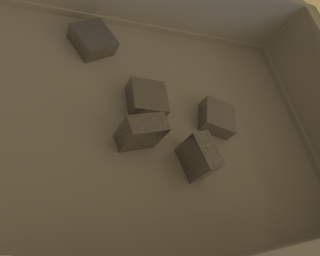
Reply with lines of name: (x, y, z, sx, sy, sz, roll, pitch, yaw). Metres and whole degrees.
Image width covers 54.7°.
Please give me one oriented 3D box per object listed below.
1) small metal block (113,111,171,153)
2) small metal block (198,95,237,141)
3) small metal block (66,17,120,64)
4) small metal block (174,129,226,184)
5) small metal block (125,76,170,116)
small metal block: (-0.023, 0.005, 0.376, 0.050, 0.050, 0.025, -8, 66, -32)
small metal block: (0.085, -0.015, 0.463, 0.050, 0.025, 0.050, 19, 54, -18)
small metal block: (-0.093, -0.123, 0.431, 0.050, 0.025, 0.050, -28, 78, -38)
small metal block: (0.049, 0.037, 0.395, 0.025, 0.050, 0.050, -12, 68, -33)
small metal block: (-0.018, -0.039, 0.422, 0.050, 0.025, 0.050, 5, 59, -26)
